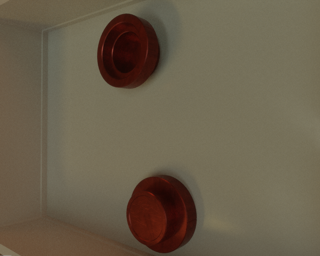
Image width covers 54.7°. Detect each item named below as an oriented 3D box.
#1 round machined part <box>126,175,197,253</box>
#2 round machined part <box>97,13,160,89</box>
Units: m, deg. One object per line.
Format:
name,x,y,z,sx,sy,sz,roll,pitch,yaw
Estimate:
round machined part,-0.005,0.112,0.400,0.098,0.042,0.097,0,90,40
round machined part,-0.039,-0.103,0.428,0.098,0.042,0.097,0,90,40
